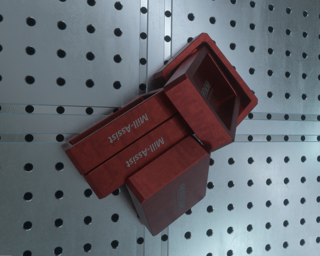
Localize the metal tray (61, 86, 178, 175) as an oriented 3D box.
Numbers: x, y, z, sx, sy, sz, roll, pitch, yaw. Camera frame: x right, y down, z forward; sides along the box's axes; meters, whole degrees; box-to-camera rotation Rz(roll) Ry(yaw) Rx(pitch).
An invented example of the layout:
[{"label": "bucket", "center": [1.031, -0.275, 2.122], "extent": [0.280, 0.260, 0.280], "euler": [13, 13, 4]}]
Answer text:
[{"label": "metal tray", "center": [-0.048, 0.000, 0.361], "extent": [0.131, 0.090, 0.030], "euler": [-34, 102, -17]}]

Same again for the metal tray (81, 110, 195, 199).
[{"label": "metal tray", "center": [-0.031, 0.025, 0.366], "extent": [0.131, 0.090, 0.030], "euler": [-34, 102, -17]}]

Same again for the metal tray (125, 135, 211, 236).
[{"label": "metal tray", "center": [0.014, 0.074, 0.370], "extent": [0.090, 0.129, 0.030], "euler": [-34, 60, -17]}]

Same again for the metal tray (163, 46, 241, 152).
[{"label": "metal tray", "center": [0.057, -0.041, 0.375], "extent": [0.090, 0.030, 0.130], "euler": [52, 30, -13]}]

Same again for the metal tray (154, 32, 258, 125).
[{"label": "metal tray", "center": [0.067, -0.054, 0.435], "extent": [0.090, 0.030, 0.130], "euler": [-46, 105, -15]}]
